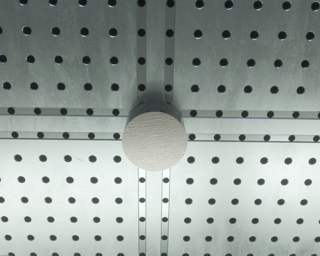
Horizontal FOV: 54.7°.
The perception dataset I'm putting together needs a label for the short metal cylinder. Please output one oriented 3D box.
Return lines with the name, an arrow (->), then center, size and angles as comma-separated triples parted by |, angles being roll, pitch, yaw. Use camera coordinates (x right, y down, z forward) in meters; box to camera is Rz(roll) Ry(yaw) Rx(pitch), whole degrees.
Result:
short metal cylinder -> -0.006, 0.009, 0.403 | 0.081, 0.050, 0.079 | 0, 110, -1
